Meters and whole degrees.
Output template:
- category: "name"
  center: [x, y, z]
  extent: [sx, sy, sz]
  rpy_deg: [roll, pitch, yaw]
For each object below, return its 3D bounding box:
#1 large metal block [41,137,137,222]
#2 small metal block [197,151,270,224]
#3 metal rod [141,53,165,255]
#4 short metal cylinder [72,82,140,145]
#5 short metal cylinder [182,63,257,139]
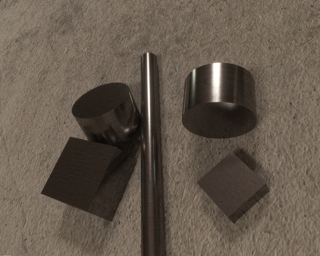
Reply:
- category: "large metal block"
  center: [-0.089, 0.063, 0.394]
  extent: [0.080, 0.050, 0.080]
  rpy_deg: [9, 66, 32]
- category: "small metal block"
  center: [0.076, 0.062, 0.325]
  extent: [0.050, 0.025, 0.050]
  rpy_deg: [-42, 51, -1]
- category: "metal rod"
  center: [-0.012, 0.020, 0.396]
  extent: [0.025, 0.025, 0.299]
  rpy_deg: [-15, 56, 19]
- category: "short metal cylinder"
  center: [-0.070, -0.019, 0.418]
  extent: [0.080, 0.050, 0.080]
  rpy_deg: [-13, 36, 10]
- category: "short metal cylinder"
  center: [0.067, -0.028, 0.350]
  extent: [0.080, 0.080, 0.050]
  rpy_deg: [-7, 59, 24]
